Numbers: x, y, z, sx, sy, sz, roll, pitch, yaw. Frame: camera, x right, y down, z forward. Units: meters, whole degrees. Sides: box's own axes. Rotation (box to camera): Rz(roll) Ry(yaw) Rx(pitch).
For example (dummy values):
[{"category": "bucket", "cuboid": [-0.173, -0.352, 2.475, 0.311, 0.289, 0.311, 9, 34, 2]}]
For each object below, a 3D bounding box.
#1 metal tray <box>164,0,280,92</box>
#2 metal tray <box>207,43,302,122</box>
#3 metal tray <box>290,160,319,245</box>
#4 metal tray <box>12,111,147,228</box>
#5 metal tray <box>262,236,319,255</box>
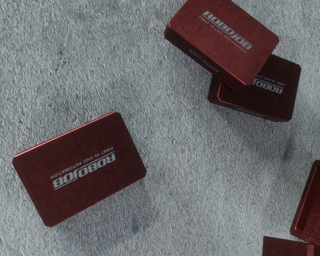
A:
[{"category": "metal tray", "cuboid": [0.083, -0.122, 0.416, 0.130, 0.030, 0.090, 37, 73, -1]}, {"category": "metal tray", "cuboid": [0.142, -0.066, 0.458, 0.131, 0.030, 0.090, 14, 85, -20]}, {"category": "metal tray", "cuboid": [0.260, 0.117, 0.470, 0.030, 0.090, 0.130, 26, 81, -18]}, {"category": "metal tray", "cuboid": [-0.093, 0.046, 0.372, 0.131, 0.030, 0.090, -26, 99, -18]}, {"category": "metal tray", "cuboid": [0.226, 0.183, 0.442, 0.131, 0.090, 0.030, 16, 73, -20]}]
